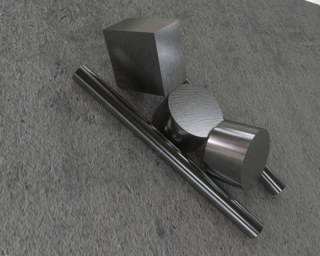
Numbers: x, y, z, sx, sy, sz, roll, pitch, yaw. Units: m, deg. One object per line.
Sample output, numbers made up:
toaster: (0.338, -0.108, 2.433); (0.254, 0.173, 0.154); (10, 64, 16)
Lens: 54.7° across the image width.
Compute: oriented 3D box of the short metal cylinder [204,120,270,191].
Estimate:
short metal cylinder: (0.099, 0.034, 0.395); (0.050, 0.079, 0.081); (17, 39, 37)

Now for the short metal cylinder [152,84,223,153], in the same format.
short metal cylinder: (0.036, -0.012, 0.416); (0.081, 0.050, 0.080); (14, 56, -21)

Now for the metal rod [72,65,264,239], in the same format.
metal rod: (0.010, 0.030, 0.391); (0.300, 0.025, 0.025); (42, 51, 0)

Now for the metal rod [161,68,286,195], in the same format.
metal rod: (0.071, -0.023, 0.457); (0.300, 0.025, 0.025); (48, 51, 6)

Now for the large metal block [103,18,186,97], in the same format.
large metal block: (-0.018, -0.093, 0.397); (0.080, 0.080, 0.050); (15, 41, 34)
